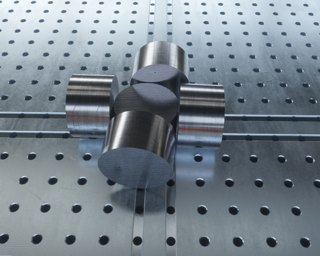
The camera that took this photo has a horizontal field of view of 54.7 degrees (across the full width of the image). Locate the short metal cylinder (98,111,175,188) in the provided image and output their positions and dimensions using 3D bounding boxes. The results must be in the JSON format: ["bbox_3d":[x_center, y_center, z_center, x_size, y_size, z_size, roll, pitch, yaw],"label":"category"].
[{"bbox_3d":[-0.024,0.026,0.348,0.080,0.080,0.050,5,50,4],"label":"short metal cylinder"}]

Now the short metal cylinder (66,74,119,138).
[{"bbox_3d":[-0.083,-0.028,0.394,0.050,0.080,0.080,2,50,0],"label":"short metal cylinder"}]

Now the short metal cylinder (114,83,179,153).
[{"bbox_3d":[-0.017,-0.013,0.403,0.081,0.050,0.080,1,50,-1],"label":"short metal cylinder"}]

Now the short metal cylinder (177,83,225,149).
[{"bbox_3d":[0.048,-0.015,0.385,0.050,0.080,0.080,3,50,2],"label":"short metal cylinder"}]

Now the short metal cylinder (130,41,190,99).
[{"bbox_3d":[0.001,-0.073,0.433,0.080,0.080,0.050,2,50,2],"label":"short metal cylinder"}]
